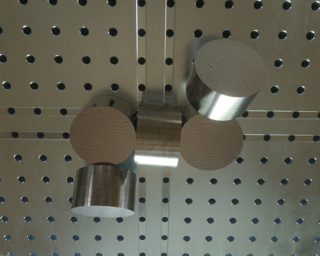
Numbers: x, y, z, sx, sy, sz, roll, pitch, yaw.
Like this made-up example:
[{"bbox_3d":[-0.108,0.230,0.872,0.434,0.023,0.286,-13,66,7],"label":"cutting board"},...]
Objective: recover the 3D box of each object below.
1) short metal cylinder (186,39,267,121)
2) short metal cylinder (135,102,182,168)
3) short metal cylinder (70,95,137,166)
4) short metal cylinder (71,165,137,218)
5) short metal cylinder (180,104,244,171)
[{"bbox_3d":[0.074,-0.055,0.358,0.081,0.080,0.050,8,151,-4],"label":"short metal cylinder"},{"bbox_3d":[-0.003,0.009,0.387,0.050,0.080,0.079,5,110,-2],"label":"short metal cylinder"},{"bbox_3d":[-0.069,0.003,0.399,0.081,0.050,0.079,0,110,-1],"label":"short metal cylinder"},{"bbox_3d":[-0.073,0.086,0.409,0.081,0.050,0.080,1,154,1],"label":"short metal cylinder"},{"bbox_3d":[0.062,0.008,0.403,0.081,0.050,0.079,0,110,-1],"label":"short metal cylinder"}]
